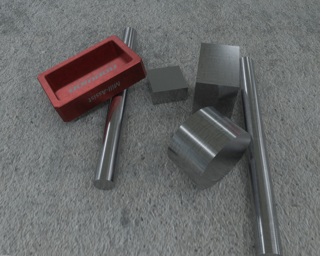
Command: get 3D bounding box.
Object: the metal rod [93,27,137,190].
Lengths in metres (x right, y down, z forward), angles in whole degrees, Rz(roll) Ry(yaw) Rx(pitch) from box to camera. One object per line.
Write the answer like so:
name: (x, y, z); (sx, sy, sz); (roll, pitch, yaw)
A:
metal rod: (-0.057, -0.051, 0.444); (0.025, 0.025, 0.300); (2, 50, 1)

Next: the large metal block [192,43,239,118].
large metal block: (0.073, -0.055, 0.415); (0.050, 0.080, 0.080); (7, 51, 6)

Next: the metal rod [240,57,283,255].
metal rod: (0.121, 0.011, 0.395); (0.025, 0.025, 0.300); (5, 50, 3)

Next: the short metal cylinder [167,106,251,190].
short metal cylinder: (0.055, 0.023, 0.349); (0.081, 0.080, 0.050); (-32, 58, -24)

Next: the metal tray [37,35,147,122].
metal tray: (-0.096, -0.073, 0.437); (0.131, 0.030, 0.090); (-32, 49, -12)

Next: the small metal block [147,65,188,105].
small metal block: (0.010, -0.064, 0.457); (0.050, 0.025, 0.050); (-10, 51, -9)
